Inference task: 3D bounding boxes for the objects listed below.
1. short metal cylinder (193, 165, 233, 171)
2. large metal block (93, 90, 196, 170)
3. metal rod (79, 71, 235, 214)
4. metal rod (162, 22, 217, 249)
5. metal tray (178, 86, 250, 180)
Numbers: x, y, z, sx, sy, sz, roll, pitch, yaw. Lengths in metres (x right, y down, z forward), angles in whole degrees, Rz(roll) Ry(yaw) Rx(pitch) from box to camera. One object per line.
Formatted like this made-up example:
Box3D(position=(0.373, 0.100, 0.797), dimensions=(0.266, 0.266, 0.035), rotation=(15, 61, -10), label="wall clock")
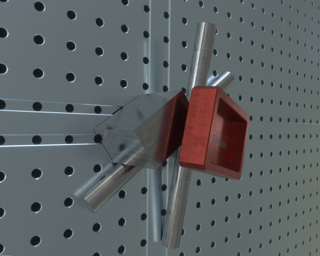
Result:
Box3D(position=(0.072, 0.026, 0.454), dimensions=(0.081, 0.050, 0.079), rotation=(0, 90, -40), label="short metal cylinder")
Box3D(position=(-0.015, 0.000, 0.361), dimensions=(0.080, 0.080, 0.050), rotation=(-41, 116, -32), label="large metal block")
Box3D(position=(0.015, 0.002, 0.424), dimensions=(0.302, 0.025, 0.025), rotation=(-41, 115, -32), label="metal rod")
Box3D(position=(0.038, 0.013, 0.413), dimensions=(0.025, 0.025, 0.298), rotation=(5, 96, -40), label="metal rod")
Box3D(position=(0.072, 0.012, 0.376), dimensions=(0.130, 0.030, 0.090), rotation=(25, 74, -57), label="metal tray")
